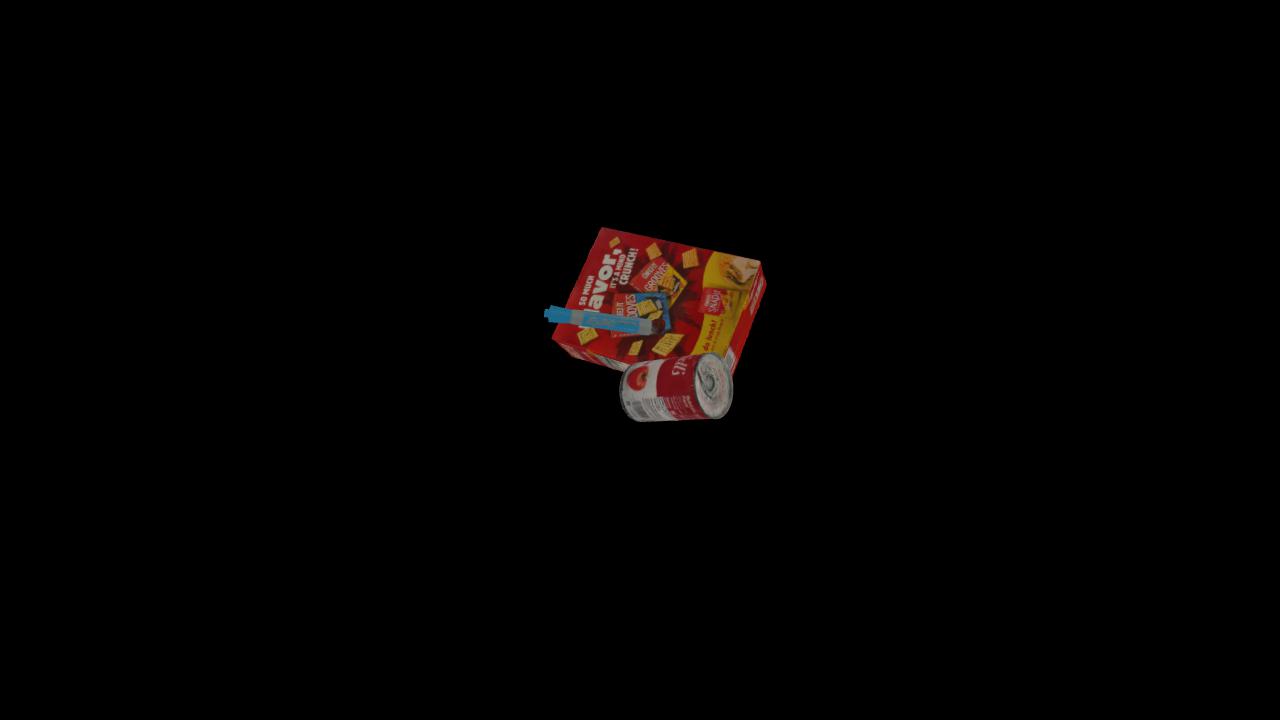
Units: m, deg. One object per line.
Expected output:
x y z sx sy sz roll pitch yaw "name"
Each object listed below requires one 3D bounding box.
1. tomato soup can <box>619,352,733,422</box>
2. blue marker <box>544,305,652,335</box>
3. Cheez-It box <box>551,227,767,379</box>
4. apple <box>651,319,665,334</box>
0.037 0.030 0.640 0.101 0.068 0.068 -8 -5 41 "tomato soup can"
-0.047 -0.044 0.687 0.121 0.020 0.020 7 -2 -16 "blue marker"
0.023 -0.060 0.757 0.223 0.166 0.071 16 -15 24 "Cheez-It box"
0.031 -0.020 0.752 0.079 0.079 0.093 0 -27 -16 "apple"
